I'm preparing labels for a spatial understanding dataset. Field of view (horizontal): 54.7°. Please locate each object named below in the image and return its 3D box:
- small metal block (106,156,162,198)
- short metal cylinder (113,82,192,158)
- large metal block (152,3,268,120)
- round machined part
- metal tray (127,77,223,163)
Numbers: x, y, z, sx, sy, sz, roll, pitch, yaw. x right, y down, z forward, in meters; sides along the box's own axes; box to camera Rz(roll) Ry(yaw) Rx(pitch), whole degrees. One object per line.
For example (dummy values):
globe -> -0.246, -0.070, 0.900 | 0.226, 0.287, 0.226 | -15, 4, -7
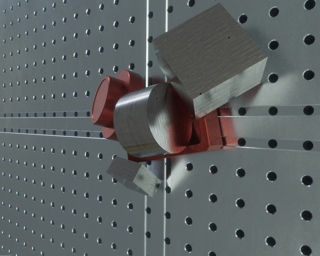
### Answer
small metal block -> -0.034, 0.065, 0.414 | 0.050, 0.050, 0.025 | 10, 63, 40
short metal cylinder -> -0.006, -0.008, 0.358 | 0.050, 0.081, 0.080 | -11, 83, 39
large metal block -> 0.049, -0.068, 0.322 | 0.080, 0.050, 0.080 | -30, 67, -3
round machined part -> -0.063, -0.033, 0.420 | 0.098, 0.042, 0.098 | -40, 42, 50
metal tray -> 0.009, -0.007, 0.395 | 0.130, 0.030, 0.090 | -14, 81, 39
